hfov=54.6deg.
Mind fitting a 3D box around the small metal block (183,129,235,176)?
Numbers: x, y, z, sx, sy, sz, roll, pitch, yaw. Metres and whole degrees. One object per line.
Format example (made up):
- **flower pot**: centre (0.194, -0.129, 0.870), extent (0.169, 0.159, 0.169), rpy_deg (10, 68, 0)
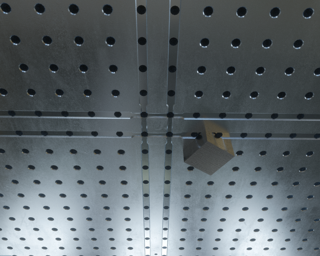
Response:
- **small metal block**: centre (0.069, 0.036, 0.442), extent (0.050, 0.025, 0.050), rpy_deg (28, 125, -22)
